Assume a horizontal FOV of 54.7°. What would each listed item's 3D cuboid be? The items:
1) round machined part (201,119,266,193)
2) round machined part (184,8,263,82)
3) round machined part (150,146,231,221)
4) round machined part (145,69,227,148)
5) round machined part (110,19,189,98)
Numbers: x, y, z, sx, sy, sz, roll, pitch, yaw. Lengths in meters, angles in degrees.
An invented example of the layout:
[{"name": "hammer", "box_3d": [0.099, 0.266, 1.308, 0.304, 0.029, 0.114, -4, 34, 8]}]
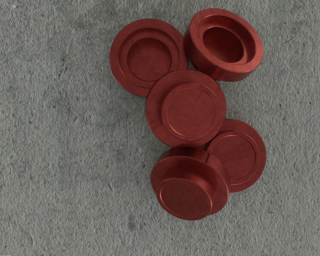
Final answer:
[{"name": "round machined part", "box_3d": [0.090, 0.037, 0.404, 0.099, 0.042, 0.097, 0, 90, -1]}, {"name": "round machined part", "box_3d": [0.075, -0.099, 0.390, 0.099, 0.042, 0.098, 8, 63, -16]}, {"name": "round machined part", "box_3d": [0.034, 0.074, 0.378, 0.098, 0.042, 0.097, 11, 125, 16]}, {"name": "round machined part", "box_3d": [0.033, -0.021, 0.370, 0.099, 0.042, 0.097, -2, 101, -8]}, {"name": "round machined part", "box_3d": [-0.013, -0.087, 0.402, 0.099, 0.042, 0.097, 0, 90, -1]}]
